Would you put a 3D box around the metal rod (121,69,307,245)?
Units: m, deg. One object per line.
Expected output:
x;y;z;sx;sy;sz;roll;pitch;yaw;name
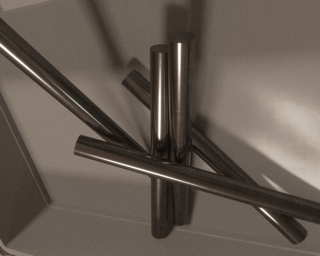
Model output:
0.070;0.038;0.394;0.300;0.025;0.025;43;129;-2;metal rod

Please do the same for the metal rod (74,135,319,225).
0.048;0.062;0.369;0.302;0.025;0.025;16;127;-1;metal rod

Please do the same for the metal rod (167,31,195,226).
0.025;0.029;0.380;0.025;0.025;0.298;15;134;19;metal rod

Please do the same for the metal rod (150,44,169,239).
0.001;0.041;0.401;0.025;0.025;0.298;15;127;19;metal rod

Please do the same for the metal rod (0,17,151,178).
-0.084;-0.018;0.361;0.025;0.025;0.300;-14;137;33;metal rod
